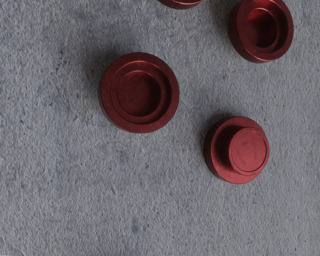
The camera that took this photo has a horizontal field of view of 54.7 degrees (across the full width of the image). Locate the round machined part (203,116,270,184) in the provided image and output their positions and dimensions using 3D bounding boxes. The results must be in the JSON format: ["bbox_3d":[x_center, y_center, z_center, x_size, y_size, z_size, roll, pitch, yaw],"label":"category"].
[{"bbox_3d":[0.115,0.032,0.442,0.099,0.042,0.097,0,90,-20],"label":"round machined part"}]

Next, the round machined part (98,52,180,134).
[{"bbox_3d":[-0.029,-0.042,0.389,0.099,0.042,0.097,0,90,-20],"label":"round machined part"}]

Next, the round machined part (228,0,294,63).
[{"bbox_3d":[0.141,-0.143,0.451,0.099,0.042,0.097,0,90,-20],"label":"round machined part"}]

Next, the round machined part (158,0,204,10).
[{"bbox_3d":[0.022,-0.204,0.407,0.099,0.042,0.097,0,90,-20],"label":"round machined part"}]
